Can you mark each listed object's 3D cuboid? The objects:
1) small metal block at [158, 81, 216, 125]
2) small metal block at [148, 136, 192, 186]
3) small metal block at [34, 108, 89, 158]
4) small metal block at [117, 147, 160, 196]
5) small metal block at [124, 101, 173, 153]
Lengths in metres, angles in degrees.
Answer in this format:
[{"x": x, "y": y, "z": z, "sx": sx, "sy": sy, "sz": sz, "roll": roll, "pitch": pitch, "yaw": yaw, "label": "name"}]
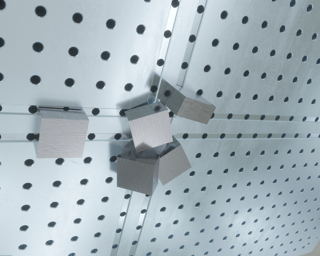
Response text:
[{"x": 0.034, "y": -0.032, "z": 0.393, "sx": 0.050, "sy": 0.050, "sz": 0.025, "roll": 14, "pitch": 111, "yaw": -34, "label": "small metal block"}, {"x": 0.012, "y": 0.047, "z": 0.446, "sx": 0.050, "sy": 0.025, "sz": 0.050, "roll": -33, "pitch": 129, "yaw": -7, "label": "small metal block"}, {"x": -0.113, "y": 0.007, "z": 0.353, "sx": 0.050, "sy": 0.025, "sz": 0.050, "roll": 2, "pitch": 117, "yaw": -30, "label": "small metal block"}, {"x": -0.029, "y": 0.057, "z": 0.413, "sx": 0.050, "sy": 0.025, "sz": 0.050, "roll": 12, "pitch": 121, "yaw": 13, "label": "small metal block"}, {"x": -0.014, "y": -0.002, "z": 0.398, "sx": 0.050, "sy": 0.025, "sz": 0.050, "roll": -17, "pitch": 126, "yaw": -10, "label": "small metal block"}]
